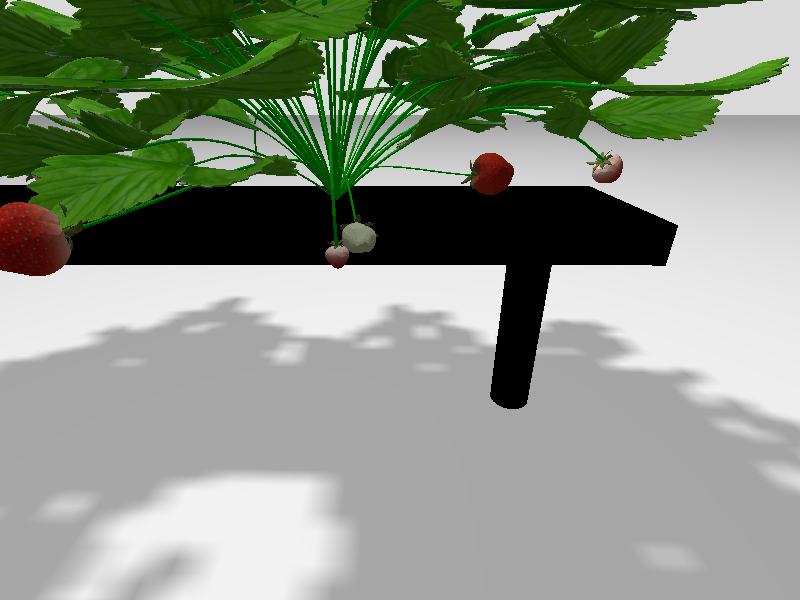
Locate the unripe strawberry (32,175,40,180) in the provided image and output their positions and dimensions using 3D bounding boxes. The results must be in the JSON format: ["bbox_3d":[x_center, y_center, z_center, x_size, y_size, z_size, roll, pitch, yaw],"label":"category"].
[{"bbox_3d":[-0.307,-0.116,0.363,0.040,0.034,0.039,-3,26,-7],"label":"unripe strawberry"}]

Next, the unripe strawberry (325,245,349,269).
[{"bbox_3d":[-0.031,-0.022,0.200,0.012,0.012,0.010,-4,27,-7],"label":"unripe strawberry"}]

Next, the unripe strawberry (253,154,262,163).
[{"bbox_3d":[-0.175,-0.173,0.490,0.011,0.011,0.010,-18,31,-32],"label":"unripe strawberry"}]

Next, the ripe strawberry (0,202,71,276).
[{"bbox_3d":[-0.180,-0.027,0.188,0.034,0.036,0.037,18,32,32],"label":"ripe strawberry"}]

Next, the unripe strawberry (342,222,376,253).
[{"bbox_3d":[-0.022,-0.033,0.217,0.019,0.016,0.019,-6,35,-12],"label":"unripe strawberry"}]

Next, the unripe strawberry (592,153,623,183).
[{"bbox_3d":[0.209,-0.130,0.401,0.028,0.029,0.026,34,13,-27],"label":"unripe strawberry"}]

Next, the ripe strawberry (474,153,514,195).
[{"bbox_3d":[0.086,-0.115,0.367,0.038,0.037,0.035,-5,27,-11],"label":"ripe strawberry"}]
